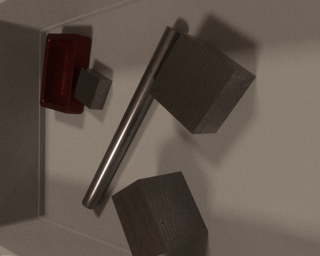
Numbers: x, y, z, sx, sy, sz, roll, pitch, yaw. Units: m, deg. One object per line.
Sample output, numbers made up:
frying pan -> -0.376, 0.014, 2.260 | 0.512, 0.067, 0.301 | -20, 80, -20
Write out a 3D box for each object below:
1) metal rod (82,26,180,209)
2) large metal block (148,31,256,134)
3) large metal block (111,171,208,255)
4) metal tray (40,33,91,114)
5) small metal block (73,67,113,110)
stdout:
metal rod -> -0.046, 0.000, 0.442 | 0.025, 0.025, 0.298 | 42, 115, 31
large metal block -> 0.045, -0.049, 0.352 | 0.080, 0.050, 0.080 | 46, 117, 30
large metal block -> 0.001, 0.103, 0.369 | 0.050, 0.081, 0.080 | -37, 68, 34
metal tray -> -0.166, -0.095, 0.536 | 0.090, 0.030, 0.129 | 14, 99, 38
small metal block -> -0.108, -0.063, 0.493 | 0.050, 0.025, 0.050 | 35, 111, 34
